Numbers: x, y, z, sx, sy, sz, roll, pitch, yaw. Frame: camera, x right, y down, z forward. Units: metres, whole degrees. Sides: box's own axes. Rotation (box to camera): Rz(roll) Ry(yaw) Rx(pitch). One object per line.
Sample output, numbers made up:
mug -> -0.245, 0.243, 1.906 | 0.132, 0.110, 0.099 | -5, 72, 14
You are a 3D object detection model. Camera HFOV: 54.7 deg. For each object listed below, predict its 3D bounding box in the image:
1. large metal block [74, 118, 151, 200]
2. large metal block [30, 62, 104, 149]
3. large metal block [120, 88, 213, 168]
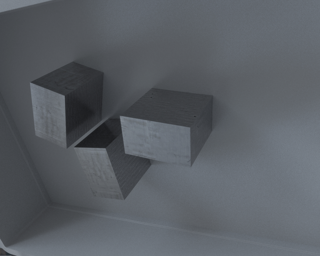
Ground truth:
large metal block -> -0.061, 0.040, 0.429 | 0.050, 0.080, 0.080 | -1, 118, 28
large metal block -> -0.121, -0.033, 0.415 | 0.050, 0.080, 0.079 | 21, 126, 15
large metal block -> 0.011, -0.005, 0.363 | 0.080, 0.080, 0.050 | 10, 123, 22
